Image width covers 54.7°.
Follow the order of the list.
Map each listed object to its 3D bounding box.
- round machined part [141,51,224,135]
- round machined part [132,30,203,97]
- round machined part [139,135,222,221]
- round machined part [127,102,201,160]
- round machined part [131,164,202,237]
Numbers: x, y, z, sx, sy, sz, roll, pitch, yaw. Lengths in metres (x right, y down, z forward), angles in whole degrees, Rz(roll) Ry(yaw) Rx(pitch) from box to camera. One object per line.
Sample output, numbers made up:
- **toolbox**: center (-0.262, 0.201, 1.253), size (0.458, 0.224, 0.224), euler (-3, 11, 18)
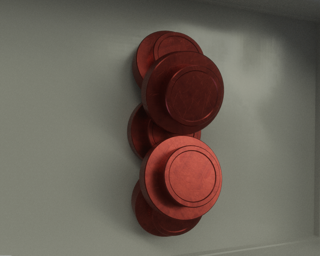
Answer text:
- **round machined part**: center (0.031, -0.039, 0.357), size (0.099, 0.042, 0.097), euler (-5, 104, -19)
- **round machined part**: center (0.017, -0.082, 0.394), size (0.099, 0.042, 0.098), euler (6, 72, -19)
- **round machined part**: center (0.029, 0.056, 0.356), size (0.099, 0.042, 0.098), euler (4, 77, -19)
- **round machined part**: center (0.010, 0.004, 0.404), size (0.099, 0.042, 0.097), euler (0, 89, -20)
- **round machined part**: center (0.017, 0.095, 0.392), size (0.099, 0.042, 0.097), euler (-6, 107, -18)
